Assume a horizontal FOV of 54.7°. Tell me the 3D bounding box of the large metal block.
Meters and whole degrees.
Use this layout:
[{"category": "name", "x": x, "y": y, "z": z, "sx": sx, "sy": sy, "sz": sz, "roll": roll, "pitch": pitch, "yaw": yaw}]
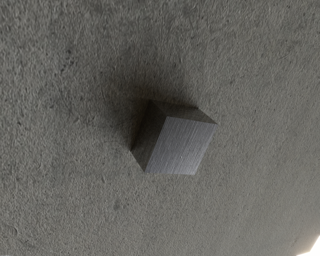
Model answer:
[{"category": "large metal block", "x": 0.018, "y": 0.014, "z": 0.412, "sx": 0.081, "sy": 0.050, "sz": 0.079, "roll": 8, "pitch": 114, "yaw": -32}]
